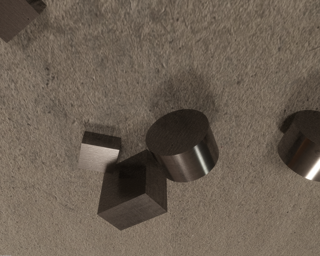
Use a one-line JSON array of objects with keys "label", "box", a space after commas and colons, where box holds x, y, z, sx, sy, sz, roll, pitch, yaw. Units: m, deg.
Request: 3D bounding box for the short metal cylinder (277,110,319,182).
[{"label": "short metal cylinder", "box": [0.199, 0.021, 0.392, 0.081, 0.080, 0.050, 8, 130, -7]}]

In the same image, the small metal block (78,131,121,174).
[{"label": "small metal block", "box": [-0.085, 0.035, 0.436, 0.050, 0.025, 0.050, 11, 129, -10]}]

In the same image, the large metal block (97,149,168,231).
[{"label": "large metal block", "box": [-0.038, 0.089, 0.446, 0.080, 0.080, 0.050, -28, 125, 21]}]

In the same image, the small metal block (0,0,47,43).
[{"label": "small metal block", "box": [-0.150, -0.121, 0.302, 0.050, 0.025, 0.050, -29, 125, 22]}]

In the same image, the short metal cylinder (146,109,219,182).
[{"label": "short metal cylinder", "box": [0.029, 0.021, 0.390, 0.080, 0.080, 0.050, -16, 129, 13]}]
